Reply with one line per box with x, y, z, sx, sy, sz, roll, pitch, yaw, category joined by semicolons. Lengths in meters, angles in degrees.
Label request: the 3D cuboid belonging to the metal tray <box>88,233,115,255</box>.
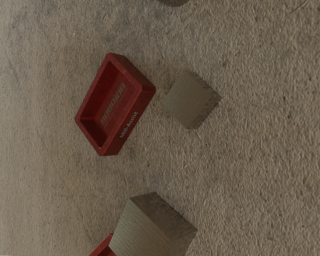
-0.053;0.227;0.445;0.090;0.030;0.130;-50;61;28;metal tray

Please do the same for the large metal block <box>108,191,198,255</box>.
-0.011;0.142;0.398;0.080;0.050;0.079;35;112;34;large metal block

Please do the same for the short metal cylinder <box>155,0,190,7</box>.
0.009;-0.197;0.381;0.080;0.050;0.080;0;90;40;short metal cylinder

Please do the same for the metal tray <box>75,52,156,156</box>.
-0.071;-0.033;0.460;0.090;0.030;0.129;48;118;29;metal tray

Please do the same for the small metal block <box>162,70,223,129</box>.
0.038;-0.034;0.374;0.050;0.025;0.050;50;119;28;small metal block
